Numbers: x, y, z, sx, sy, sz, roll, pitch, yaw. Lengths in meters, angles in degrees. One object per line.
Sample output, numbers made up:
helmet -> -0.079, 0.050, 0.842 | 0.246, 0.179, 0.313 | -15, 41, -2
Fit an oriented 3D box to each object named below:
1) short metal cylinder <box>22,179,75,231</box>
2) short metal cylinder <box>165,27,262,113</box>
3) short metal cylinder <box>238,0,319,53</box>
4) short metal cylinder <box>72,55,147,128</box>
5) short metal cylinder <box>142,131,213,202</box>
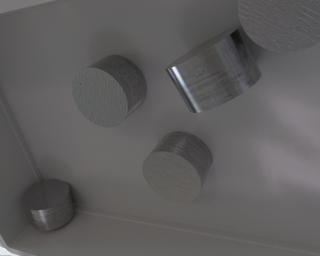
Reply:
short metal cylinder -> -0.202, 0.139, 0.566 | 0.080, 0.080, 0.050 | 10, 123, 23
short metal cylinder -> 0.052, -0.058, 0.310 | 0.080, 0.080, 0.050 | -21, 107, 36
short metal cylinder -> 0.112, -0.111, 0.265 | 0.080, 0.050, 0.079 | 13, 124, 21
short metal cylinder -> -0.064, -0.047, 0.397 | 0.080, 0.050, 0.079 | 13, 124, 21
short metal cylinder -> 0.024, 0.051, 0.412 | 0.080, 0.050, 0.079 | 13, 124, 21
